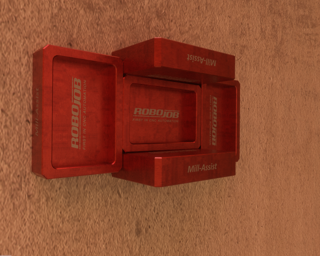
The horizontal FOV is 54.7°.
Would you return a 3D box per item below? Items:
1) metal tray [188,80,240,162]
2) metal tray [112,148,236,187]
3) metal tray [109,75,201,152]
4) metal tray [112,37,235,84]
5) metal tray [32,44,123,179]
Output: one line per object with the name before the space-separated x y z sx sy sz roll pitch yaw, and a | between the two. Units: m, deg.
metal tray | 0.084 -0.011 0.476 0.091 0.030 0.129 1 90 -40
metal tray | 0.019 0.044 0.380 0.131 0.090 0.030 0 90 -40
metal tray | -0.002 -0.016 0.404 0.131 0.030 0.089 1 90 -40
metal tray | 0.018 -0.076 0.381 0.131 0.090 0.030 0 90 -40
metal tray | -0.086 -0.015 0.332 0.091 0.030 0.129 1 90 -40
